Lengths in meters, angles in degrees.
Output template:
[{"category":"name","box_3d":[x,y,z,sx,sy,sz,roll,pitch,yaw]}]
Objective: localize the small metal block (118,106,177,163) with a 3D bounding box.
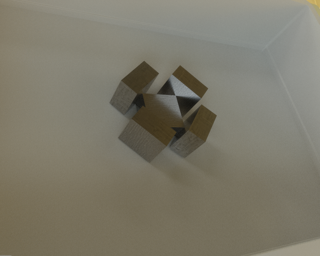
[{"category":"small metal block","box_3d":[-0.016,0.009,0.373,0.050,0.050,0.025,39,52,-2]}]

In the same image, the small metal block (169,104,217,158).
[{"category":"small metal block","box_3d":[0.044,0.005,0.407,0.025,0.050,0.050,36,50,-6]}]

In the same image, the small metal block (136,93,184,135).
[{"category":"small metal block","box_3d":[0.000,-0.017,0.413,0.050,0.025,0.050,1,61,-28]}]

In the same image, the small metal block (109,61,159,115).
[{"category":"small metal block","box_3d":[-0.034,-0.051,0.400,0.025,0.050,0.050,41,52,0]}]

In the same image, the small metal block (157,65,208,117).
[{"category":"small metal block","box_3d":[0.030,-0.051,0.433,0.050,0.050,0.025,39,50,-3]}]
